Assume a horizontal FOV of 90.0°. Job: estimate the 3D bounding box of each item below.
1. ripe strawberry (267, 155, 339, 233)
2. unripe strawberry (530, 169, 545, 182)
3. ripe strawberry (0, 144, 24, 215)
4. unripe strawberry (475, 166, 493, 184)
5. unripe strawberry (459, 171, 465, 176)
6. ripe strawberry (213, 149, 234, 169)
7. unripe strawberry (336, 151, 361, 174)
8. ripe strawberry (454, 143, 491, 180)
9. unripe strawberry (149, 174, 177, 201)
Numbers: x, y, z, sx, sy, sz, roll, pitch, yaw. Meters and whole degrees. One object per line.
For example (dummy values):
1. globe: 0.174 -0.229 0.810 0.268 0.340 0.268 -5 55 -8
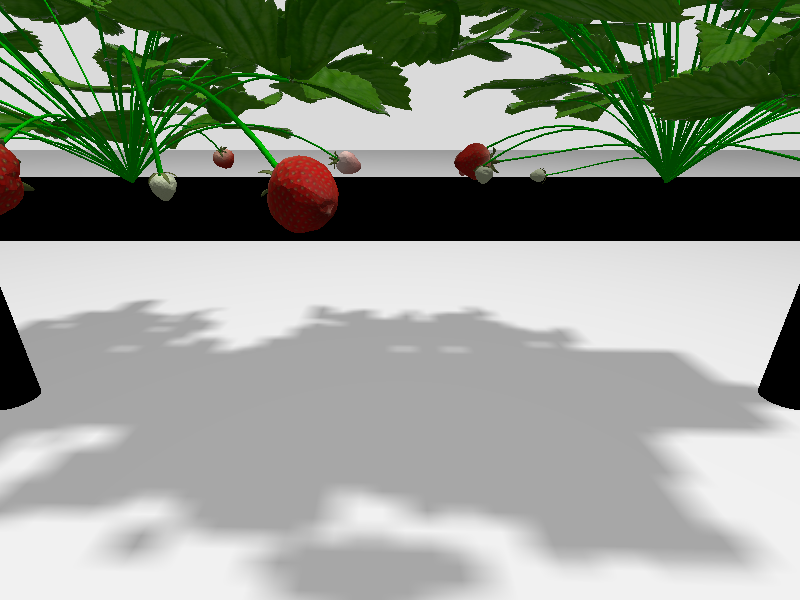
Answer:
1. ripe strawberry: -0.035 -0.039 0.154 0.027 0.029 0.029 -20 43 -41
2. unripe strawberry: 0.115 -0.104 0.334 0.012 0.010 0.012 -1 22 -1
3. ripe strawberry: -0.182 -0.050 0.163 0.041 0.036 0.037 -5 28 -13
4. unripe strawberry: 0.068 -0.101 0.325 0.014 0.014 0.013 6 21 -7
5. unripe strawberry: 0.064 -0.130 0.393 0.017 0.017 0.019 39 30 5
6. ripe strawberry: -0.218 -0.175 0.498 0.025 0.021 0.025 1 -27 2
7. unripe strawberry: -0.051 -0.136 0.398 0.025 0.022 0.025 9 16 -26
8. ripe strawberry: 0.063 -0.121 0.350 0.031 0.030 0.034 2 22 7
9. unripe strawberry: -0.103 -0.049 0.175 0.011 0.011 0.011 -15 26 -33
